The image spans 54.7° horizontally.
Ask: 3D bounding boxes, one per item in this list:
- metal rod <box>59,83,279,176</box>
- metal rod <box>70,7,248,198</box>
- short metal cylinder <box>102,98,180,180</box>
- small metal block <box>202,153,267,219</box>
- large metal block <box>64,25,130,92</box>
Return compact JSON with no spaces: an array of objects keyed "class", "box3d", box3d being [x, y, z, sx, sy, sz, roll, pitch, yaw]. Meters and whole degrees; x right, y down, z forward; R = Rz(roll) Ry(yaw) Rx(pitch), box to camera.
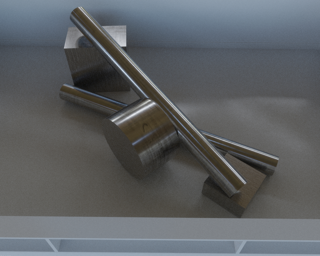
[{"class":"metal rod","box3d":[0.000,-0.004,0.406,0.301,0.025,0.025,20,53,15]},{"class":"metal rod","box3d":[-0.014,-0.043,0.364,0.025,0.025,0.300,-33,70,-25]},{"class":"short metal cylinder","box3d":[-0.023,0.012,0.356,0.050,0.080,0.080,-33,58,-25]},{"class":"small metal block","box3d":[0.083,0.064,0.351,0.050,0.025,0.050,31,56,23]},{"class":"large metal block","box3d":[-0.086,-0.099,0.450,0.081,0.080,0.050,-3,50,-3]}]
